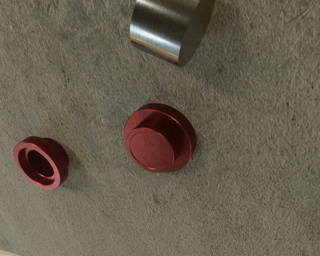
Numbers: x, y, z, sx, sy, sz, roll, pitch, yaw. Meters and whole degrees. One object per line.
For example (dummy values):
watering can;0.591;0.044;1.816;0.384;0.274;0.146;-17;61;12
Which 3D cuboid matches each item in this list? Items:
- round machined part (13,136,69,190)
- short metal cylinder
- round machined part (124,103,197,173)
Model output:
round machined part;-0.197;0.055;0.531;0.098;0.042;0.097;13;124;20
short metal cylinder;0.014;-0.105;0.298;0.050;0.080;0.079;27;128;11
round machined part;-0.005;0.020;0.409;0.098;0.042;0.097;13;124;20
